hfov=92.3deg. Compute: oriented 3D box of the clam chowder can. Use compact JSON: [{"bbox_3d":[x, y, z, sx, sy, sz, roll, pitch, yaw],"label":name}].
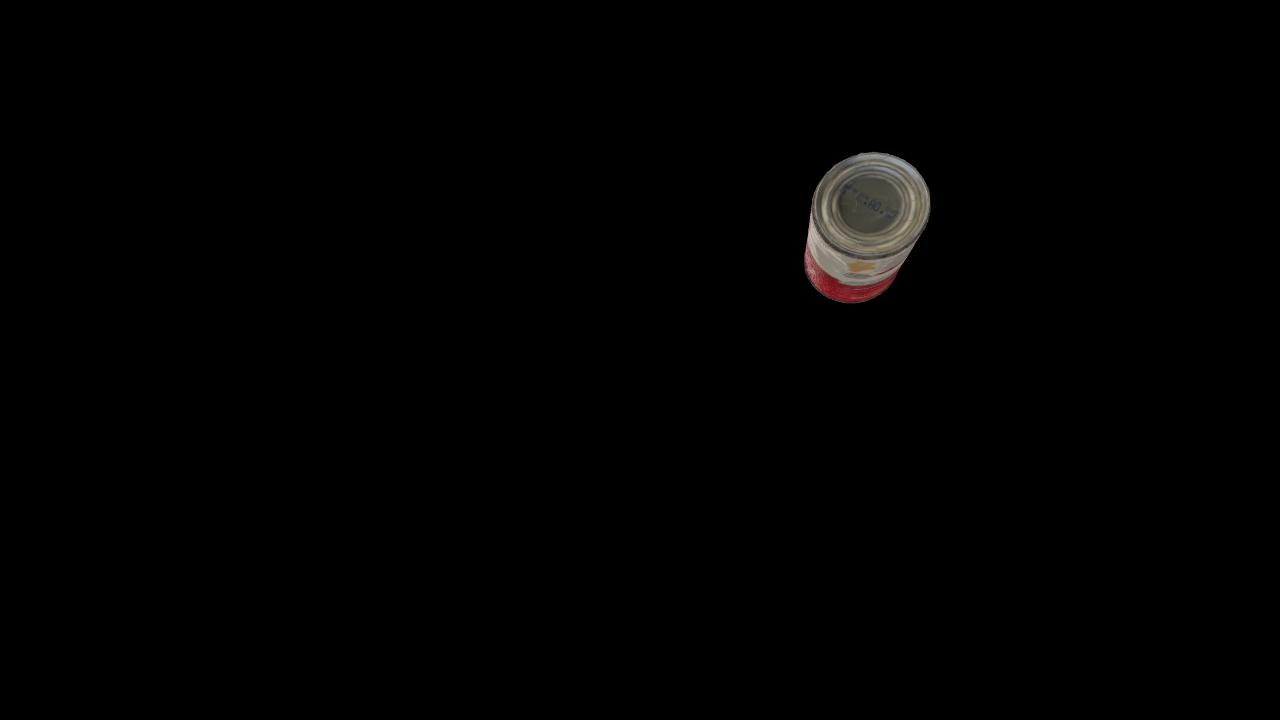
[{"bbox_3d":[0.144,-0.082,0.403,0.068,0.068,0.102,0,-9,12],"label":"clam chowder can"}]
